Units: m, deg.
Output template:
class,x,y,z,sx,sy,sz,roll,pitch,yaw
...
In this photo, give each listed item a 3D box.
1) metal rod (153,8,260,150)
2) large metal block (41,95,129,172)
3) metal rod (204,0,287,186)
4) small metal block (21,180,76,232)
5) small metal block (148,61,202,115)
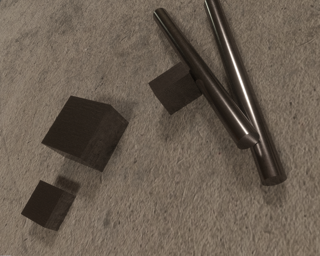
class,x,y,z,sx,sy,sz,roll,pitch,yaw
metal rod,0.045,-0.088,0.417,0.025,0.025,0.300,-31,47,8
large metal block,-0.104,0.007,0.437,0.080,0.050,0.080,15,69,33
metal rod,0.097,-0.070,0.394,0.025,0.025,0.299,-20,54,16
small metal block,-0.150,0.104,0.417,0.050,0.025,0.050,13,68,33
small metal block,0.021,-0.051,0.407,0.050,0.050,0.025,-33,52,6
